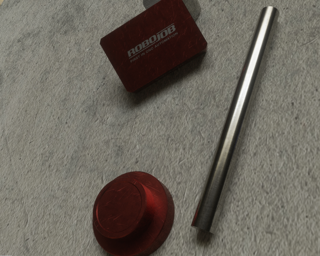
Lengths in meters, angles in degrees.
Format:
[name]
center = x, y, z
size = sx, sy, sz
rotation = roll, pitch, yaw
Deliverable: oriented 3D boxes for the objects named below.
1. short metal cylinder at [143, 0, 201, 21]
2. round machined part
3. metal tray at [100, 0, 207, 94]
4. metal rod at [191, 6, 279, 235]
[short metal cylinder]
center = 0.020, -0.199, 0.500
size = 0.080, 0.050, 0.080
rotation = -13, 56, 21
[round machined part]
center = -0.037, 0.095, 0.354
size = 0.098, 0.042, 0.098
rotation = -13, 56, 21
[metal tray]
center = -0.009, -0.119, 0.448
size = 0.130, 0.030, 0.090
rotation = -30, 88, 9
[metal rod]
center = 0.096, -0.026, 0.369
size = 0.025, 0.025, 0.300
rotation = 9, 66, 32
